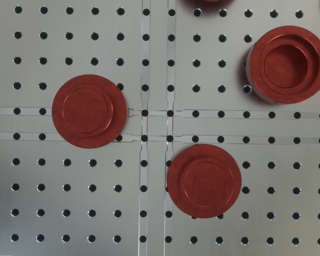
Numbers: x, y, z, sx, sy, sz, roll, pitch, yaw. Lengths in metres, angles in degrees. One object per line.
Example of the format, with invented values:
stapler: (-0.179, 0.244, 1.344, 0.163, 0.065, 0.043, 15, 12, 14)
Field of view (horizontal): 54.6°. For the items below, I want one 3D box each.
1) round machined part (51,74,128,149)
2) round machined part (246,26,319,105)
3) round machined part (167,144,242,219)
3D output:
round machined part: (-0.093, -0.022, 0.404, 0.099, 0.042, 0.097, 0, 90, 0)
round machined part: (0.161, -0.079, 0.406, 0.099, 0.042, 0.097, 0, 90, 0)
round machined part: (0.058, 0.070, 0.405, 0.099, 0.042, 0.097, 0, 90, 0)
